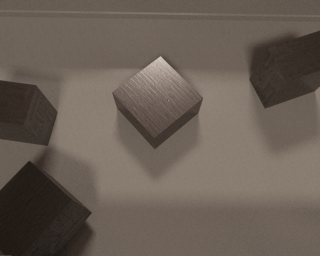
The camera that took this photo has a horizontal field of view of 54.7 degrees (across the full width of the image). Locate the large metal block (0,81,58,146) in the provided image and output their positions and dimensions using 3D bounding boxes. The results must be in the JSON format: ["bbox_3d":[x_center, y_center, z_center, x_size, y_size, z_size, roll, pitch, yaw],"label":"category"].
[{"bbox_3d":[-0.185,-0.018,0.385,0.080,0.080,0.050,8,70,2],"label":"large metal block"}]

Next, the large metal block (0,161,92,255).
[{"bbox_3d":[-0.140,0.097,0.347,0.080,0.050,0.080,31,72,29],"label":"large metal block"}]

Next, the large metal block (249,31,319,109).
[{"bbox_3d":[0.177,-0.075,0.410,0.081,0.080,0.050,-19,72,-7],"label":"large metal block"}]

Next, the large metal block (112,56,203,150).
[{"bbox_3d":[-0.003,-0.033,0.408,0.080,0.050,0.080,-40,75,-13],"label":"large metal block"}]
